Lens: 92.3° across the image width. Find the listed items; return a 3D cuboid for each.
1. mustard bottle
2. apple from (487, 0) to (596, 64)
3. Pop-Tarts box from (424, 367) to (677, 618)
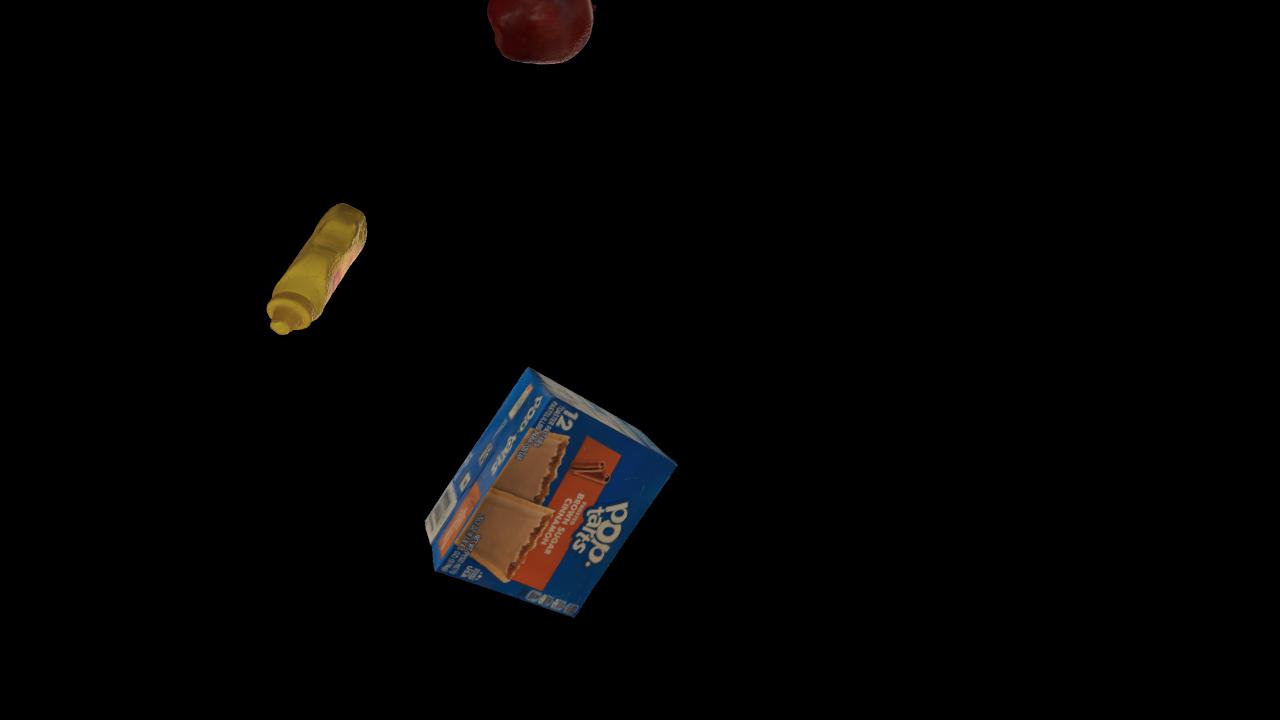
[{"bbox_3d":[-0.357,-0.092,0.673,0.054,0.184,0.092,31,-56,-26],"label":"mustard bottle"},{"bbox_3d":[-0.083,-0.298,0.534,0.093,0.079,0.079,-19,2,-6],"label":"apple"},{"bbox_3d":[-0.078,0.116,0.537,0.141,0.167,0.083,33,2,-30],"label":"Pop-Tarts box"}]
